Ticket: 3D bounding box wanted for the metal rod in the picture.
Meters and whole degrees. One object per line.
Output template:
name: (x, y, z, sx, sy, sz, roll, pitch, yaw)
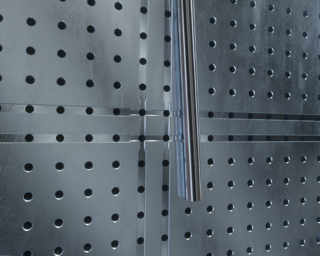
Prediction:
metal rod: (0.040, -0.050, 0.428, 0.025, 0.025, 0.298, -3, 91, -20)
